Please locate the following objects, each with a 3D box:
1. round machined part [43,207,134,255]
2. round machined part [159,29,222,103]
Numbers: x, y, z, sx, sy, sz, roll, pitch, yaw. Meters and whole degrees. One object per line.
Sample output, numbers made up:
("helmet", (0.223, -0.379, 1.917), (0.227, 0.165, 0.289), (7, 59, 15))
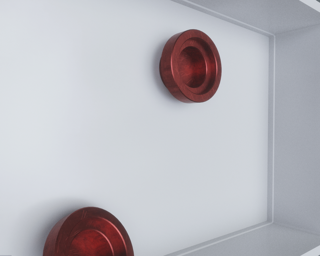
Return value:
("round machined part", (-0.075, 0.135, 0.316), (0.098, 0.042, 0.098), (37, 35, -32))
("round machined part", (0.038, -0.083, 0.429), (0.099, 0.042, 0.097), (0, 90, -40))
